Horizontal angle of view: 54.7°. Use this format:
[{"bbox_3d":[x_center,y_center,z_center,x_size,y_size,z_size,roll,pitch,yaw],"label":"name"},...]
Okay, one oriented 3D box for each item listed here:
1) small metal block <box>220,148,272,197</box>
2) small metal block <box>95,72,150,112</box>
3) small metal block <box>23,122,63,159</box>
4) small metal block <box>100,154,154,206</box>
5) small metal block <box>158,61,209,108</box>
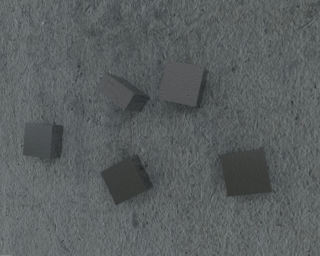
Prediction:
[{"bbox_3d":[0.103,0.053,0.372,0.050,0.025,0.050,-11,86,19],"label":"small metal block"},{"bbox_3d":[-0.048,-0.047,0.413,0.050,0.050,0.025,37,102,16],"label":"small metal block"},{"bbox_3d":[-0.178,0.018,0.472,0.050,0.025,0.050,5,92,20],"label":"small metal block"},{"bbox_3d":[-0.045,0.071,0.425,0.050,0.025,0.050,-30,80,17],"label":"small metal block"},{"bbox_3d":[0.030,-0.056,0.398,0.050,0.025,0.050,14,95,19],"label":"small metal block"}]
